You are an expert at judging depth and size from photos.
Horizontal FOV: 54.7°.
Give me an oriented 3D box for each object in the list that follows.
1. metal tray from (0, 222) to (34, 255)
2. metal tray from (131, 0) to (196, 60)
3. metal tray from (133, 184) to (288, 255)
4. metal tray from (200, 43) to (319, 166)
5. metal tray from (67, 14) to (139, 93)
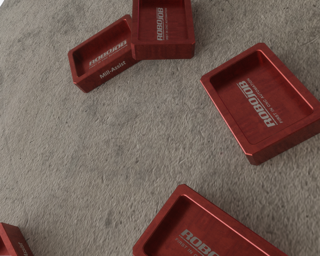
[{"bbox_3d":[-0.198,0.194,0.384,0.090,0.030,0.130,-49,52,-7],"label":"metal tray"},{"bbox_3d":[0.004,-0.163,0.476,0.091,0.030,0.130,-1,58,0],"label":"metal tray"},{"bbox_3d":[0.046,0.125,0.299,0.130,0.030,0.090,30,78,37],"label":"metal tray"},{"bbox_3d":[0.114,-0.032,0.360,0.090,0.030,0.130,-30,52,9],"label":"metal tray"},{"bbox_3d":[-0.090,-0.127,0.525,0.130,0.030,0.090,-29,52,9],"label":"metal tray"}]
